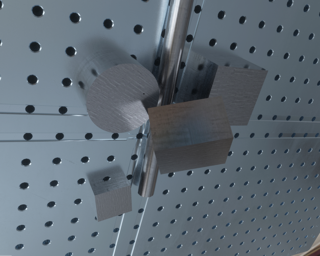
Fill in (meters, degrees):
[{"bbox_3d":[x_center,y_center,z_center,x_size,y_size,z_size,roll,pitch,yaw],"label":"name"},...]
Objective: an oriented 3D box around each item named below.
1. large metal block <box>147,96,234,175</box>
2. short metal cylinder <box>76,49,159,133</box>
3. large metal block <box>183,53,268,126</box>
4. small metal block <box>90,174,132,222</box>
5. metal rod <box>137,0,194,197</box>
[{"bbox_3d":[0.033,0.011,0.356,0.080,0.050,0.080,-10,154,0],"label":"large metal block"},{"bbox_3d":[-0.048,-0.041,0.345,0.081,0.050,0.079,-14,124,-21],"label":"short metal cylinder"},{"bbox_3d":[0.084,-0.050,0.412,0.081,0.050,0.079,-1,119,-29],"label":"large metal block"},{"bbox_3d":[-0.068,0.098,0.436,0.050,0.025,0.050,-13,124,-22],"label":"small metal block"},{"bbox_3d":[0.004,-0.036,0.392,0.025,0.025,0.298,-4,120,-27],"label":"metal rod"}]
